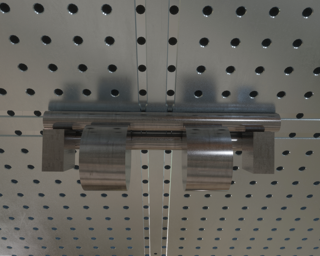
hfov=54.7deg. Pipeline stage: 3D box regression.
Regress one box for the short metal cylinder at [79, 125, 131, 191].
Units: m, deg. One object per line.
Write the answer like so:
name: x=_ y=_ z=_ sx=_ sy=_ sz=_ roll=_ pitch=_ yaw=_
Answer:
short metal cylinder: x=-0.063 y=0.036 z=0.377 sx=0.050 sy=0.080 sz=0.079 roll=1 pitch=130 yaw=-1

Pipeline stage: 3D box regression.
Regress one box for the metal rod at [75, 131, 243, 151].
metal rod: x=0.000 y=0.018 z=0.427 sx=0.302 sy=0.025 sz=0.025 roll=1 pitch=130 yaw=-1

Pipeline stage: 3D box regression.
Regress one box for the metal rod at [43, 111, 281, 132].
metal rod: x=0.003 y=-0.008 z=0.405 sx=0.302 sy=0.025 sz=0.025 roll=1 pitch=130 yaw=-1

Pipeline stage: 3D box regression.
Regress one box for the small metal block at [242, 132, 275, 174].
small metal block: x=0.123 y=0.030 z=0.392 sx=0.025 sy=0.050 sz=0.050 roll=1 pitch=89 yaw=0

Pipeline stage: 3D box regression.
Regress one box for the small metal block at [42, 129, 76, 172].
small metal block: x=-0.125 y=0.027 z=0.387 sx=0.025 sy=0.050 sz=0.050 roll=1 pitch=88 yaw=0

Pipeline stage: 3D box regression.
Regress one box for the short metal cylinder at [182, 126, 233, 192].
short metal cylinder: x=0.055 y=0.037 z=0.379 sx=0.050 sy=0.080 sz=0.079 roll=1 pitch=130 yaw=-1
